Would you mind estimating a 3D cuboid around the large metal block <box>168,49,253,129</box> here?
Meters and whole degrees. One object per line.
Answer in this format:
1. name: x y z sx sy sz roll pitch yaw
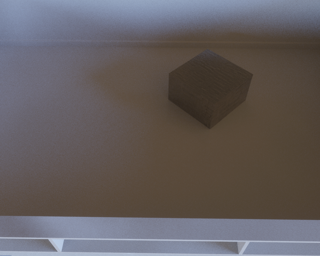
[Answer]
1. large metal block: 0.069 -0.057 0.438 0.080 0.050 0.080 -37 59 -27
